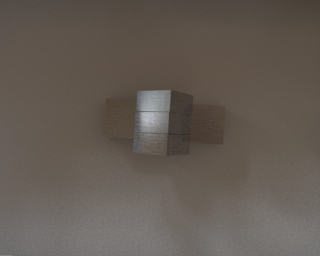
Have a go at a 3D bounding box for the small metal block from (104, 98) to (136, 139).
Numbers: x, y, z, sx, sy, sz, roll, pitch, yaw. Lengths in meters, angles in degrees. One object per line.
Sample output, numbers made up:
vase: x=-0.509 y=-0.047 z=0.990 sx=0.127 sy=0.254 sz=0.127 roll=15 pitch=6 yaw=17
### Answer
small metal block: x=-0.045 y=-0.012 z=0.409 sx=0.050 sy=0.025 sz=0.050 roll=4 pitch=90 yaw=-1

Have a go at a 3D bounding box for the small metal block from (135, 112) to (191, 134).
small metal block: x=0.004 y=-0.006 z=0.387 sx=0.050 sy=0.050 sz=0.025 roll=2 pitch=90 yaw=36

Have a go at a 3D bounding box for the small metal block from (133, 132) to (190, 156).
small metal block: x=0.003 y=0.019 z=0.387 sx=0.050 sy=0.050 sz=0.025 roll=2 pitch=90 yaw=36

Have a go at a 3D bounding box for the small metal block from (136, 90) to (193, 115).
small metal block: x=0.006 y=-0.031 z=0.387 sx=0.050 sy=0.050 sz=0.025 roll=3 pitch=90 yaw=36

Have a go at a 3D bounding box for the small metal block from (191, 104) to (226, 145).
small metal block: x=0.058 y=-0.005 z=0.411 sx=0.050 sy=0.025 sz=0.050 roll=3 pitch=90 yaw=-1
